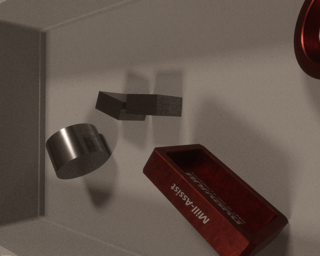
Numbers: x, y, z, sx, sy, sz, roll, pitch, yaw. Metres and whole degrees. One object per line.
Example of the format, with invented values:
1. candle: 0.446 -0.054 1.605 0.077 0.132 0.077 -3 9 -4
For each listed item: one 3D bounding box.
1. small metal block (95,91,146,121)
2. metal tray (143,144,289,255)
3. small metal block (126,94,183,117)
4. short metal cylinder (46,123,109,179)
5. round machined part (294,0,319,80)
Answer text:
1. small metal block: -0.053 -0.030 0.432 0.050 0.050 0.025 26 106 37
2. metal tray: 0.055 0.068 0.317 0.130 0.091 0.030 42 116 31
3. small metal block: -0.007 -0.029 0.395 0.050 0.050 0.025 6 94 39
4. short metal cylinder: -0.126 0.036 0.472 0.080 0.081 0.050 -43 65 31
5. round machined part: 0.158 -0.083 0.246 0.098 0.042 0.097 -172 89 -74
